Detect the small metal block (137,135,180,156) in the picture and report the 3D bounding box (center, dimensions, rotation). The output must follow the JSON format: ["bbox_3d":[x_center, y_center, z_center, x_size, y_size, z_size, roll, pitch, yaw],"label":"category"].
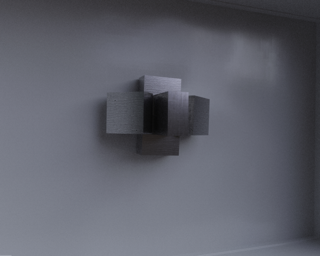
[{"bbox_3d":[-0.002,0.010,0.407,0.050,0.025,0.050,3,89,-20],"label":"small metal block"}]

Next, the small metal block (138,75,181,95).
[{"bbox_3d":[-0.001,-0.040,0.407,0.050,0.025,0.050,3,89,-21],"label":"small metal block"}]

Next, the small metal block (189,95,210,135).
[{"bbox_3d":[0.044,-0.016,0.412,0.050,0.025,0.050,2,90,-59],"label":"small metal block"}]

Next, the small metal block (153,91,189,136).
[{"bbox_3d":[0.012,-0.016,0.372,0.025,0.050,0.050,1,90,-21],"label":"small metal block"}]

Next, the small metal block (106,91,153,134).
[{"bbox_3d":[-0.037,-0.018,0.380,0.050,0.025,0.050,1,90,23],"label":"small metal block"}]
